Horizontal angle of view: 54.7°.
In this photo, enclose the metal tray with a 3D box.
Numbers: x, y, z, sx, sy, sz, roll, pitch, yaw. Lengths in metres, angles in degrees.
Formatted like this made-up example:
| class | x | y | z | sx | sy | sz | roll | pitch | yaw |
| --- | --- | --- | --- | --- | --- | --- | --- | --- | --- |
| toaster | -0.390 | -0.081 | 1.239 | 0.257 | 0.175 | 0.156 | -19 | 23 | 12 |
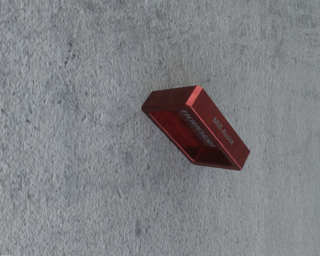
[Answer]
| class | x | y | z | sx | sy | sz | roll | pitch | yaw |
| --- | --- | --- | --- | --- | --- | --- | --- | --- | --- |
| metal tray | 0.047 | 0.003 | 0.406 | 0.130 | 0.090 | 0.030 | 47 | 62 | -30 |
